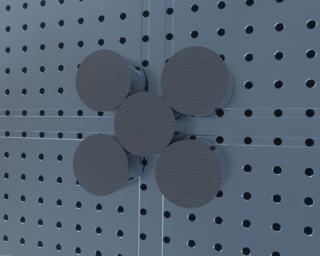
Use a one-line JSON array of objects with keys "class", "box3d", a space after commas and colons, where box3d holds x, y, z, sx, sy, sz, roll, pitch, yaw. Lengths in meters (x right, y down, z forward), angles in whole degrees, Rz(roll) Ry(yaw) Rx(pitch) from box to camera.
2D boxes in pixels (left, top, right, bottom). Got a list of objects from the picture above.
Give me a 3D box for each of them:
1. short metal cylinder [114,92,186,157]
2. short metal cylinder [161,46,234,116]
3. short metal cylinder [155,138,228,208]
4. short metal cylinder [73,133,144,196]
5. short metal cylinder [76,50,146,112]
[{"class": "short metal cylinder", "box3d": [-0.012, -0.005, 0.402, 0.080, 0.050, 0.079, 0, 90, 19]}, {"class": "short metal cylinder", "box3d": [0.047, -0.054, 0.380, 0.080, 0.050, 0.079, 0, 90, 19]}, {"class": "short metal cylinder", "box3d": [0.040, 0.053, 0.384, 0.080, 0.050, 0.079, 0, 90, 19]}, {"class": "short metal cylinder", "box3d": [-0.069, 0.047, 0.421, 0.080, 0.050, 0.079, 0, 90, 19]}, {"class": "short metal cylinder", "box3d": [-0.065, -0.061, 0.420, 0.080, 0.050, 0.079, 0, 90, 19]}]
